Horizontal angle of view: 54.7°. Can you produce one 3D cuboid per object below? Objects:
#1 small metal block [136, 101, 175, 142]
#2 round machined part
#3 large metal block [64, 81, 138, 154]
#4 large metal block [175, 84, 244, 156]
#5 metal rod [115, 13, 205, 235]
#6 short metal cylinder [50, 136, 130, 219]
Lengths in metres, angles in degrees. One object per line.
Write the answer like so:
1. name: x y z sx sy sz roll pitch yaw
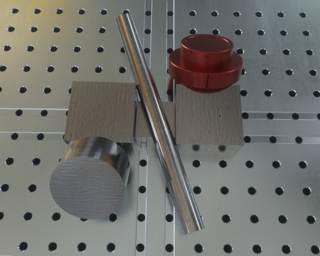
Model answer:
1. small metal block: -0.006 -0.008 0.415 0.050 0.025 0.050 1 70 0
2. round machined part: 0.061 -0.094 0.411 0.099 0.042 0.098 1 35 0
3. large metal block: -0.072 -0.013 0.403 0.081 0.050 0.080 2 70 0
4. large metal block: 0.060 -0.009 0.403 0.081 0.050 0.080 1 70 0
5. metal rod: -0.007 -0.020 0.391 0.025 0.025 0.299 -16 71 -6
6. short metal cylinder: -0.077 0.056 0.355 0.080 0.050 0.079 0 113 1
